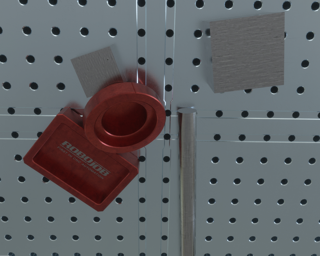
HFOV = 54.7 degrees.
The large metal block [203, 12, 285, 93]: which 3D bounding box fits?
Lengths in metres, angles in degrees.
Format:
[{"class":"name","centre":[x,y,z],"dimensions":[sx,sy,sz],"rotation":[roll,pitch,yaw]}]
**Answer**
[{"class":"large metal block","centre":[0.098,-0.091,0.368],"dimensions":[0.080,0.050,0.079],"rotation":[-7,110,2]}]

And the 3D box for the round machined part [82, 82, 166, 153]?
[{"class":"round machined part","centre":[-0.046,-0.017,0.383],"dimensions":[0.099,0.042,0.097],"rotation":[-12,136,-12]}]

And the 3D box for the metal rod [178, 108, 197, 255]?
[{"class":"metal rod","centre":[0.041,0.117,0.457],"dimensions":[0.025,0.025,0.298],"rotation":[-2,110,0]}]

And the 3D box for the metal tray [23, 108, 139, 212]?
[{"class":"metal tray","centre":[-0.105,0.046,0.425],"dimensions":[0.130,0.030,0.090],"rotation":[38,105,-13]}]

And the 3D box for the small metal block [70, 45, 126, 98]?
[{"class":"small metal block","centre":[-0.075,-0.071,0.386],"dimensions":[0.050,0.025,0.050],"rotation":[-17,109,6]}]
